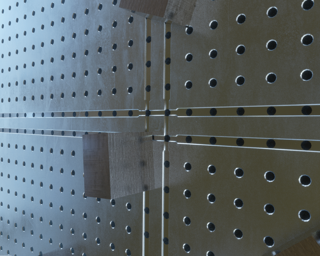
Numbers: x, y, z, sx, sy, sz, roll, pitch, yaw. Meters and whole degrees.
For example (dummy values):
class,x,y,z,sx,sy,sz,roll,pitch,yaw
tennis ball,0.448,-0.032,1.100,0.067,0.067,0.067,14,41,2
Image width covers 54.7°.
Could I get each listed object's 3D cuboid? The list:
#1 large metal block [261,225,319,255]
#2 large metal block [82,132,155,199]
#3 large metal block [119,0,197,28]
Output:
class,x,y,z,sx,sy,sz,roll,pitch,yaw
large metal block,0.137,0.145,0.279,0.080,0.050,0.080,-46,63,30
large metal block,-0.054,0.047,0.416,0.050,0.081,0.080,-5,87,39
large metal block,0.003,-0.179,0.389,0.080,0.050,0.079,28,107,36
